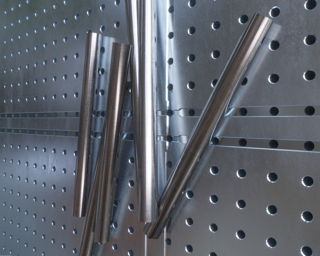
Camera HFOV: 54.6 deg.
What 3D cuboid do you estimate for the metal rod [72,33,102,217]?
[{"bbox_3d":[-0.120,-0.002,0.510,0.025,0.025,0.298,10,96,39],"label":"metal rod"}]

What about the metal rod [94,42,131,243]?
[{"bbox_3d":[-0.071,0.030,0.452,0.025,0.025,0.298,19,107,38],"label":"metal rod"}]

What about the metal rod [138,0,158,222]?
[{"bbox_3d":[-0.016,-0.032,0.406,0.025,0.025,0.299,-6,81,40],"label":"metal rod"}]

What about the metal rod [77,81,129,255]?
[{"bbox_3d":[-0.091,0.071,0.485,0.025,0.025,0.298,22,104,38],"label":"metal rod"}]

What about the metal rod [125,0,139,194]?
[{"bbox_3d":[-0.028,-0.044,0.433,0.025,0.025,0.299,-7,86,40],"label":"metal rod"}]

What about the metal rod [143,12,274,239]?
[{"bbox_3d":[0.048,0.013,0.370,0.025,0.025,0.298,38,113,33],"label":"metal rod"}]
